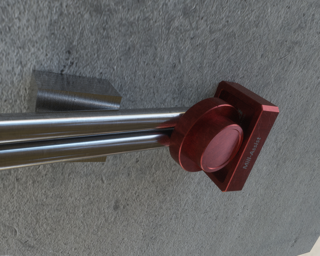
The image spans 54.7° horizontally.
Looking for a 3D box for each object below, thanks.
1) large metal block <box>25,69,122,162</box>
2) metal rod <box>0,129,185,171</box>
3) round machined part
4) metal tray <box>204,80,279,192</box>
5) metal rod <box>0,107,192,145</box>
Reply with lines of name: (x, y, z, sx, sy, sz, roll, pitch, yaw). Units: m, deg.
large metal block: (-0.095, -0.011, 0.330, 0.081, 0.050, 0.079, 3, 117, -30)
metal rod: (-0.032, 0.015, 0.343, 0.302, 0.025, 0.025, -5, 122, -41)
round machined part: (0.063, 0.015, 0.380, 0.099, 0.042, 0.097, -23, 133, -27)
metal tray: (0.097, 0.011, 0.427, 0.030, 0.090, 0.129, 4, 117, -31)
metal rod: (-0.024, -0.009, 0.333, 0.302, 0.025, 0.025, -5, 122, -41)
